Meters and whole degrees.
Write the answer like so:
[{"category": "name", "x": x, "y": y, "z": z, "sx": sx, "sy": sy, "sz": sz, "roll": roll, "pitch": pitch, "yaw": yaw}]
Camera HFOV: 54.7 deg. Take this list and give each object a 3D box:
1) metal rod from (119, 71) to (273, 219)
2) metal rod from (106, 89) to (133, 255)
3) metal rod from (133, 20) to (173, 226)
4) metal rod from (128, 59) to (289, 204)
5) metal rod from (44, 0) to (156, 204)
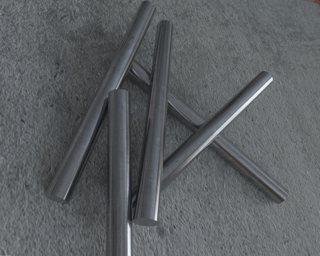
[{"category": "metal rod", "x": 0.061, "y": 0.007, "z": 0.402, "sx": 0.025, "sy": 0.025, "sz": 0.302, "roll": 48, "pitch": 60, "yaw": 5}, {"category": "metal rod", "x": -0.039, "y": 0.100, "z": 0.298, "sx": 0.025, "sy": 0.025, "sz": 0.299, "roll": 8, "pitch": 66, "yaw": -24}, {"category": "metal rod", "x": -0.003, "y": -0.031, "z": 0.385, "sx": 0.025, "sy": 0.025, "sz": 0.300, "roll": 18, "pitch": 53, "yaw": -18}, {"category": "metal rod", "x": 0.058, "y": 0.000, "z": 0.434, "sx": 0.300, "sy": 0.025, "sz": 0.025, "roll": 40, "pitch": 51, "yaw": -1}, {"category": "metal rod", "x": -0.060, "y": -0.053, "z": 0.380, "sx": 0.025, "sy": 0.025, "sz": 0.300, "roll": 26, "pitch": 60, "yaw": -12}]
